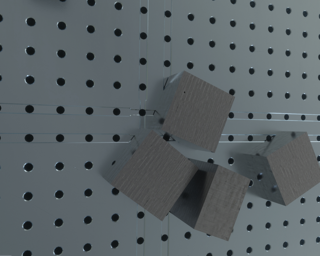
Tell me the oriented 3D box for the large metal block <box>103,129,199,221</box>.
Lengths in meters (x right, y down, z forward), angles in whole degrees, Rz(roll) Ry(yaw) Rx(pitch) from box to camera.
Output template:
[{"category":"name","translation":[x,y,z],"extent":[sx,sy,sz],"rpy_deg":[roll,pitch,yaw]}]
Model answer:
[{"category":"large metal block","translation":[-0.012,0.057,0.396],"extent":[0.080,0.050,0.080],"rpy_deg":[40,77,-16]}]

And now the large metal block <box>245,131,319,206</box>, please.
[{"category":"large metal block","translation":[0.189,0.058,0.471],"extent":[0.081,0.050,0.080],"rpy_deg":[-27,99,-18]}]

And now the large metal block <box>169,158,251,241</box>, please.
[{"category":"large metal block","translation":[0.062,0.090,0.408],"extent":[0.050,0.080,0.080],"rpy_deg":[25,82,-19]}]

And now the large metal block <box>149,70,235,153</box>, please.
[{"category":"large metal block","translation":[0.042,-0.020,0.416],"extent":[0.080,0.050,0.080],"rpy_deg":[24,82,-19]}]
